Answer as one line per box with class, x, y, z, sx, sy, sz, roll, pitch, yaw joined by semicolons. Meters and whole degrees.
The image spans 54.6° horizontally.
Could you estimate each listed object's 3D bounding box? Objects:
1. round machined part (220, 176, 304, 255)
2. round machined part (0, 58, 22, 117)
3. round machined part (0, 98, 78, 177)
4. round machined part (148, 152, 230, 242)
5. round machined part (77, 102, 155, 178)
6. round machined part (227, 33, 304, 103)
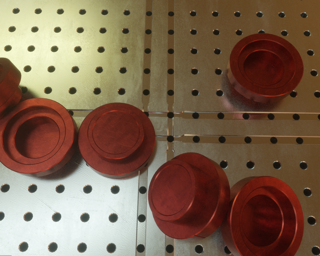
round machined part;0.110;0.104;0.353;0.099;0.042;0.098;4;79;-21
round machined part;-0.222;-0.043;0.403;0.098;0.042;0.098;-14;47;16
round machined part;-0.153;0.014;0.397;0.099;0.042;0.098;0;70;0
round machined part;0.025;0.073;0.348;0.098;0.042;0.098;-23;54;35
round machined part;-0.055;0.011;0.394;0.099;0.042;0.098;2;70;-5
round machined part;0.142;-0.079;0.432;0.099;0.042;0.098;0;70;0
